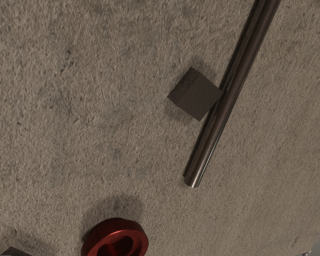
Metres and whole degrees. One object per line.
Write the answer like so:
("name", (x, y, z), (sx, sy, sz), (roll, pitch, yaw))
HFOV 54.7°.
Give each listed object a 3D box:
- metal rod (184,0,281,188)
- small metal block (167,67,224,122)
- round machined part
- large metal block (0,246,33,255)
("metal rod", (0.096, -0.044, 0.434), (0.025, 0.025, 0.298), (6, 116, -31))
("small metal block", (0.047, -0.044, 0.407), (0.050, 0.025, 0.050), (32, 101, -39))
("round machined part", (-0.070, 0.175, 0.467), (0.099, 0.042, 0.097), (-14, 125, -21))
("large metal block", (-0.200, 0.219, 0.418), (0.080, 0.050, 0.080), (-39, 130, -2))
